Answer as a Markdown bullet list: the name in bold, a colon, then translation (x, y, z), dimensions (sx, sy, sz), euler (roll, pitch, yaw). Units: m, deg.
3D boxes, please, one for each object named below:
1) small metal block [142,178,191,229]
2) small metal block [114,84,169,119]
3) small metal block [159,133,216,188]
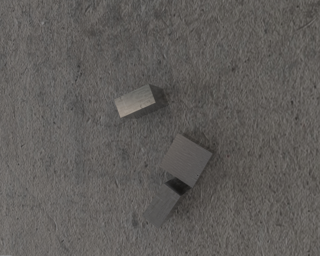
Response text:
- **small metal block**: translation (0.010, 0.093, 0.392), dimensions (0.025, 0.050, 0.050), euler (36, 102, 16)
- **small metal block**: translation (-0.023, -0.033, 0.404), dimensions (0.050, 0.050, 0.025), euler (-22, 83, 18)
- **small metal block**: translation (0.036, 0.040, 0.396), dimensions (0.050, 0.025, 0.050), euler (31, 100, 17)
